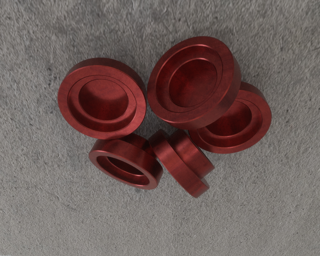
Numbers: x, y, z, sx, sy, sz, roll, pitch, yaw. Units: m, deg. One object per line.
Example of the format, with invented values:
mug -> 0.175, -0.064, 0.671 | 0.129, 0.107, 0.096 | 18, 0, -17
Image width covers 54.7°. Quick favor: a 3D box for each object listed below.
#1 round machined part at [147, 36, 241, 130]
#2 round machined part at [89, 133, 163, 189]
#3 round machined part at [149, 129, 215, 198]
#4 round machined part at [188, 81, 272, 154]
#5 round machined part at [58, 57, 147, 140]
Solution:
round machined part -> 0.038, -0.043, 0.328 | 0.098, 0.098, 0.042 | -28, 146, 22
round machined part -> -0.041, 0.040, 0.412 | 0.098, 0.042, 0.098 | 19, 152, 11
round machined part -> 0.033, 0.038, 0.396 | 0.042, 0.098, 0.098 | -40, 122, 5
round machined part -> 0.082, -0.017, 0.382 | 0.099, 0.042, 0.097 | -1, 130, -1
round machined part -> -0.064, -0.037, 0.361 | 0.099, 0.042, 0.097 | 0, 127, 0
